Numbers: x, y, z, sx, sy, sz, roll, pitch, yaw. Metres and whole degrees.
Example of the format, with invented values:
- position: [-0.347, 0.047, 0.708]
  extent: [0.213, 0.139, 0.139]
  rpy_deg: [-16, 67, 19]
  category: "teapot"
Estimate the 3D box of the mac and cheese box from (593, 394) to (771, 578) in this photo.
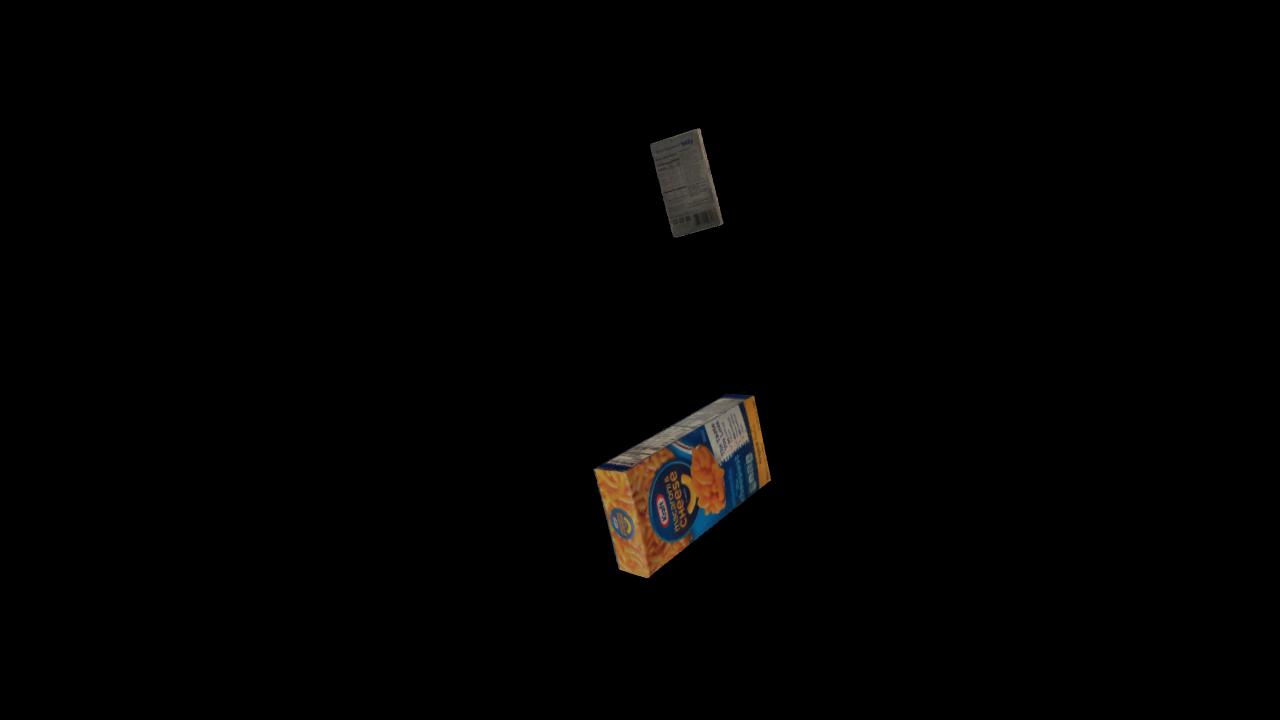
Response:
- position: [0.046, 0.102, 0.542]
  extent: [0.041, 0.093, 0.184]
  rpy_deg: [0, 17, 44]
  category: "mac and cheese box"

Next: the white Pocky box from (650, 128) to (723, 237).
- position: [0.076, -0.283, 0.994]
  extent: [0.084, 0.154, 0.028]
  rpy_deg: [-11, 12, 22]
  category: "white Pocky box"
